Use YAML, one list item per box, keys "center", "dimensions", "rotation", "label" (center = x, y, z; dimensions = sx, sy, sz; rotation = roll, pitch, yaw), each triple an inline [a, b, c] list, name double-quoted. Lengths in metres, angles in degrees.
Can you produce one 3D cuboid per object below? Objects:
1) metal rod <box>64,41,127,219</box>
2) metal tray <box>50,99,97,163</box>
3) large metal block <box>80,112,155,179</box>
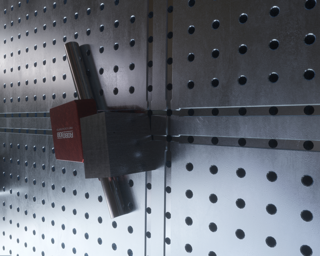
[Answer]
- center: [-0.107, -0.006, 0.497]
  dimensions: [0.025, 0.025, 0.299]
  rotation: [-30, 72, 36]
  label: "metal rod"
- center: [-0.137, 0.006, 0.493]
  dimensions: [0.130, 0.030, 0.089]
  rotation: [-5, 92, 55]
  label: "metal tray"
- center: [-0.056, 0.023, 0.420]
  dimensions: [0.050, 0.081, 0.080]
  rotation: [-11, 83, 39]
  label: "large metal block"
